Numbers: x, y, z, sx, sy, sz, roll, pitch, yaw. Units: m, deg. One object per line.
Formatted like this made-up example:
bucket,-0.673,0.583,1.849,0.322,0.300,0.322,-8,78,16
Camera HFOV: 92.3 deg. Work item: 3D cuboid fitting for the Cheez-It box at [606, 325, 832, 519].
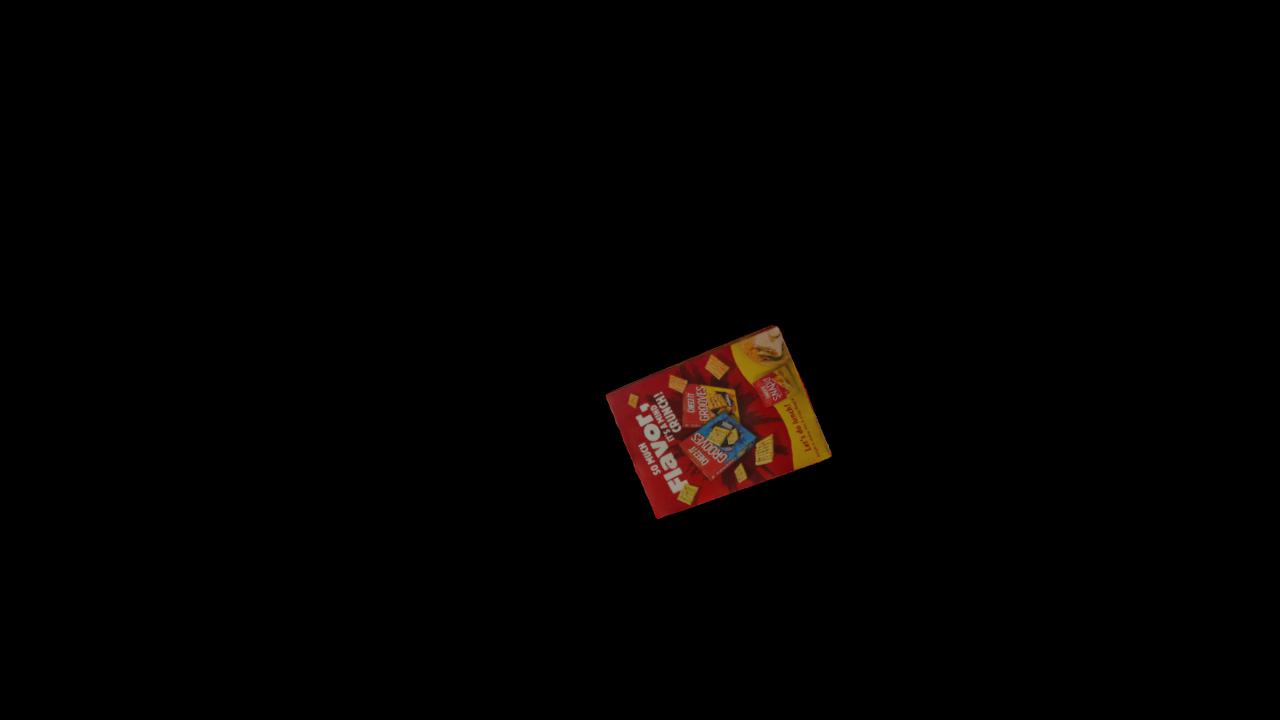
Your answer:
Cheez-It box,0.092,0.074,0.743,0.223,0.166,0.071,-23,0,9
